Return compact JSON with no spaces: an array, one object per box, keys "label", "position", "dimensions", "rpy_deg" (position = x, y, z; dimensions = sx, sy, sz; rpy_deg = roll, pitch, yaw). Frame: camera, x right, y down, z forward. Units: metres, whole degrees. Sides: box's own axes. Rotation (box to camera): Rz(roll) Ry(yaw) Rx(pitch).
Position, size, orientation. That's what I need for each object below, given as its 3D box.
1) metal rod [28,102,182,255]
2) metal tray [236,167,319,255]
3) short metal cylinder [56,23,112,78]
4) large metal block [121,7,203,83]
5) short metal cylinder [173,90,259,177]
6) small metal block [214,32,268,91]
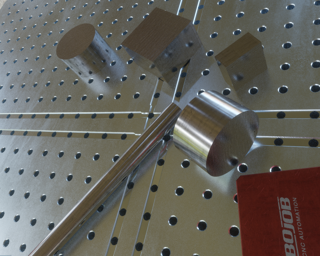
[{"label":"metal rod","position":[-0.078,0.083,0.397],"dimensions":[0.300,0.025,0.025],"rpy_deg":[-47,51,-5]},{"label":"metal tray","position":[0.121,0.104,0.278],"dimensions":[0.090,0.030,0.130],"rpy_deg":[-11,57,22]},{"label":"short metal cylinder","position":[-0.133,-0.136,0.546],"dimensions":[0.080,0.050,0.080],"rpy_deg":[-13,56,21]},{"label":"large metal block","position":[0.003,-0.127,0.469],"dimensions":[0.080,0.050,0.080],"rpy_deg":[-48,51,-6]},{"label":"short metal cylinder","position":[0.061,0.006,0.337],"dimensions":[0.080,0.080,0.050],"rpy_deg":[-48,51,-5]},{"label":"small metal block","position":[0.103,-0.082,0.389],"dimensions":[0.050,0.050,0.025],"rpy_deg":[-36,51,4]}]
